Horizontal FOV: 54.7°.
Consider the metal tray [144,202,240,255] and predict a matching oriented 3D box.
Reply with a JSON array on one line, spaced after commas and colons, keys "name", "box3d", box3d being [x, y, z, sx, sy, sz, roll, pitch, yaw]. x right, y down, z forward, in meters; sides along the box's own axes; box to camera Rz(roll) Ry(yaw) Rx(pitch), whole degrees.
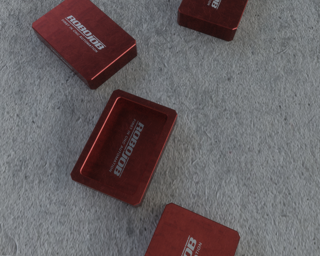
[{"name": "metal tray", "box3d": [0.024, 0.162, 0.346, 0.090, 0.030, 0.130, 23, 71, 8]}]

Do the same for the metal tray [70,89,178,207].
[{"name": "metal tray", "box3d": [-0.042, 0.024, 0.396, 0.090, 0.030, 0.130, 21, 71, 7]}]

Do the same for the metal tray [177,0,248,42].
[{"name": "metal tray", "box3d": [0.091, -0.206, 0.481, 0.090, 0.030, 0.130, 21, 71, 7]}]

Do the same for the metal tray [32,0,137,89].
[{"name": "metal tray", "box3d": [-0.108, -0.129, 0.452, 0.090, 0.030, 0.130, -43, 76, -14]}]
